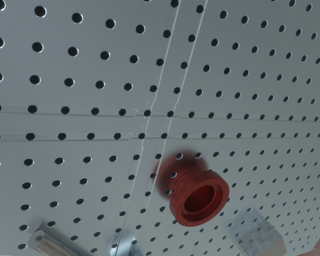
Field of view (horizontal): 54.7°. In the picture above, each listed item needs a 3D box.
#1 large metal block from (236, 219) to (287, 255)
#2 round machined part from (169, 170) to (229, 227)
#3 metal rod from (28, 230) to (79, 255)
[{"bbox_3d":[0.223,0.260,0.678,0.080,0.050,0.080,-34,129,-6],"label":"large metal block"},{"bbox_3d":[0.059,0.108,0.499,0.099,0.042,0.097,-14,124,-21],"label":"round machined part"},{"bbox_3d":[-0.103,0.246,0.506,0.025,0.025,0.299,-36,129,-5],"label":"metal rod"}]
